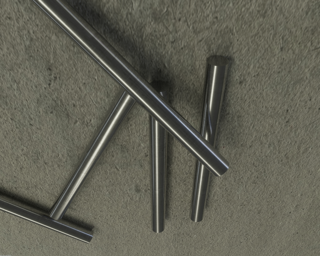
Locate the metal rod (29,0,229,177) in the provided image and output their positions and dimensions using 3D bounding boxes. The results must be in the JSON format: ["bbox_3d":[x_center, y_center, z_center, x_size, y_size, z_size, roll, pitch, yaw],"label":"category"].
[{"bbox_3d":[-0.025,-0.045,0.340,0.025,0.025,0.300,-36,113,26],"label":"metal rod"}]

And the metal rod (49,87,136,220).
[{"bbox_3d":[-0.102,0.047,0.445,0.025,0.025,0.298,24,126,-19],"label":"metal rod"}]

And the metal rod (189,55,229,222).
[{"bbox_3d":[0.064,0.039,0.440,0.025,0.025,0.298,0,130,0],"label":"metal rod"}]

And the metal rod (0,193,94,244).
[{"bbox_3d":[-0.246,0.130,0.515,0.301,0.025,0.025,33,123,-25],"label":"metal rod"}]

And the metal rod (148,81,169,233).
[{"bbox_3d":[-0.003,0.064,0.461,0.025,0.025,0.298,0,130,0],"label":"metal rod"}]
